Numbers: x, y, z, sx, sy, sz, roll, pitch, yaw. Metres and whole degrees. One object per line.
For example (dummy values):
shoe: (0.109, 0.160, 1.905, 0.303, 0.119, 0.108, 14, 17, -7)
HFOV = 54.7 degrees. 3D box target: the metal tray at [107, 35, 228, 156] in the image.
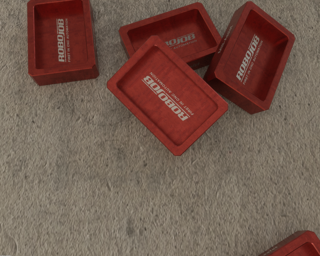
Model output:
metal tray: (0.009, -0.040, 0.392, 0.130, 0.030, 0.090, 45, 96, 4)

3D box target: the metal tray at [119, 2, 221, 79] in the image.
metal tray: (0.017, -0.122, 0.449, 0.131, 0.030, 0.090, -21, 71, -8)

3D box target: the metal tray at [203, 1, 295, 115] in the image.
metal tray: (0.124, -0.095, 0.422, 0.090, 0.030, 0.130, 31, 71, -15)

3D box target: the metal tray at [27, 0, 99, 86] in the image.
metal tray: (-0.142, -0.130, 0.451, 0.091, 0.030, 0.130, -8, 70, -3)

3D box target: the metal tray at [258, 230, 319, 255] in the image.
metal tray: (0.136, 0.184, 0.338, 0.131, 0.030, 0.090, -27, 72, -10)
